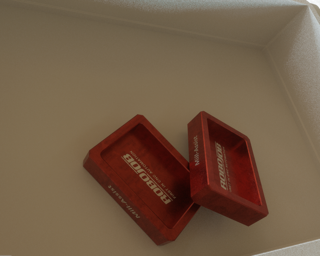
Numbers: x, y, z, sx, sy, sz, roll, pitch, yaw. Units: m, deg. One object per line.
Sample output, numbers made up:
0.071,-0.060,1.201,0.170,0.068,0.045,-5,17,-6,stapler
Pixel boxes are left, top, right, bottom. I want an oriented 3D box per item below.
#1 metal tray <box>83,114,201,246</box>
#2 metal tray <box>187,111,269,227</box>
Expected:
-0.012,0.056,0.361,0.130,0.030,0.091,46,51,4,metal tray
0.081,0.046,0.389,0.090,0.030,0.130,28,37,-21,metal tray
